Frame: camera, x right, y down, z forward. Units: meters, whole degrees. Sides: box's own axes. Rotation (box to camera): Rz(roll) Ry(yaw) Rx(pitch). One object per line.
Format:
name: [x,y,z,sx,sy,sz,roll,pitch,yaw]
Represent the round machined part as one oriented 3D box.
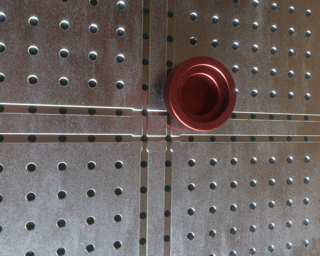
round machined part: [0.050,-0.045,0.422,0.099,0.042,0.097,0,90,-20]
